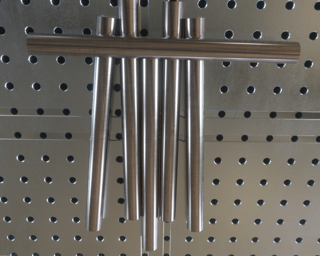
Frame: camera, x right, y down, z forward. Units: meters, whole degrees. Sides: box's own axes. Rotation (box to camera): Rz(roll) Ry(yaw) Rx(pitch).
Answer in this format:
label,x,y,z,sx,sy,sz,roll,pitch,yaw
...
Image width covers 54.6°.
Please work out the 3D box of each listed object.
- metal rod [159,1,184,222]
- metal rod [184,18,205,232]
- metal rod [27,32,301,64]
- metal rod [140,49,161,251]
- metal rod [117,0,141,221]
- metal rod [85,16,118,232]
label,x,y,z,sx,sy,sz,roll,pitch,yaw
metal rod,0.013,-0.007,0.412,0.025,0.025,0.298,1,110,0
metal rod,0.047,0.010,0.418,0.025,0.025,0.298,-2,110,1
metal rod,0.005,-0.091,0.353,0.302,0.025,0.025,2,110,-1
metal rod,-0.013,0.043,0.429,0.025,0.025,0.298,1,111,0
metal rod,-0.038,-0.010,0.410,0.025,0.025,0.298,1,110,0
metal rod,-0.081,0.009,0.415,0.025,0.025,0.298,7,110,-3
